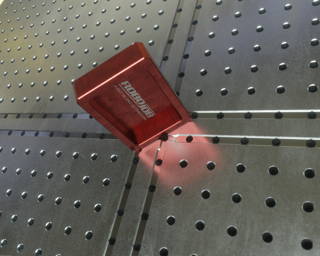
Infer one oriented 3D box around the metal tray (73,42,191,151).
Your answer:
[{"bbox_3d":[-0.028,-0.030,0.372,0.090,0.130,0.030,-31,52,8],"label":"metal tray"}]
